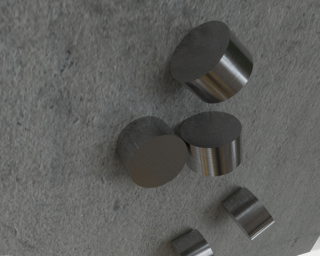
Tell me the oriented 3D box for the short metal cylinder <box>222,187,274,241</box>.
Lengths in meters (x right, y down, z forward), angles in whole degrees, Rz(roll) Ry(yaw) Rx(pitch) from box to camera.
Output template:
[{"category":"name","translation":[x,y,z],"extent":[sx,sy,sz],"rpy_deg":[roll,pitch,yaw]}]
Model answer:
[{"category":"short metal cylinder","translation":[0.156,0.153,0.554],"extent":[0.050,0.080,0.080],"rpy_deg":[-37,130,-4]}]

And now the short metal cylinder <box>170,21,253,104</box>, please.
[{"category":"short metal cylinder","translation":[0.059,-0.075,0.359],"extent":[0.050,0.080,0.080],"rpy_deg":[33,100,-39]}]

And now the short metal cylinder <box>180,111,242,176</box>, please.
[{"category":"short metal cylinder","translation":[0.071,0.020,0.425],"extent":[0.081,0.080,0.050],"rpy_deg":[-23,127,-15]}]

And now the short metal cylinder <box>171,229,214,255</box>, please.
[{"category":"short metal cylinder","translation":[0.060,0.227,0.547],"extent":[0.050,0.080,0.080],"rpy_deg":[-24,128,-14]}]

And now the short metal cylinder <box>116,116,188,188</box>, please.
[{"category":"short metal cylinder","translation":[-0.011,0.031,0.405],"extent":[0.081,0.050,0.079],"rpy_deg":[-14,125,-21]}]
